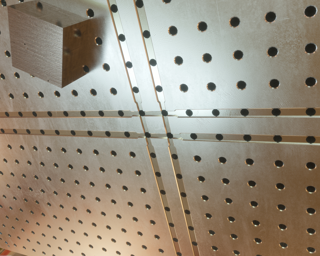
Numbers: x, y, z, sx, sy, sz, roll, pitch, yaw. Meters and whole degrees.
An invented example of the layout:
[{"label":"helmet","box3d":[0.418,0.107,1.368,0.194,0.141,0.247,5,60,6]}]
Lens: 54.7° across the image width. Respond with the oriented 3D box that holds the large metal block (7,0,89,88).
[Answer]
[{"label":"large metal block","box3d":[-0.143,-0.109,0.401,0.080,0.050,0.079,24,127,13]}]
